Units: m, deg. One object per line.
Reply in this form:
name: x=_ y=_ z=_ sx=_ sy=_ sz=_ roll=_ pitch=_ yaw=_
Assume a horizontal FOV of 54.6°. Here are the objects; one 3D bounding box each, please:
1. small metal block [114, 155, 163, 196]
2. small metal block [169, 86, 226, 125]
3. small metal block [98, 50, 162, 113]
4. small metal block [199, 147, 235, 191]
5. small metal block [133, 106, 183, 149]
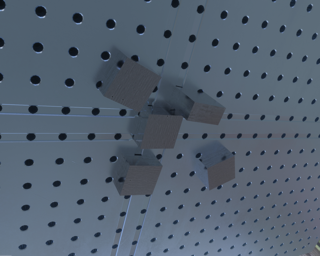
small metal block: x=-0.030 y=0.066 z=0.435 sx=0.050 sy=0.025 sz=0.050 roll=5 pitch=116 yaw=-31
small metal block: x=0.048 y=-0.029 z=0.402 sx=0.050 sy=0.050 sz=0.025 roll=7 pitch=115 yaw=-32
small metal block: x=-0.035 y=-0.053 z=0.359 sx=0.050 sy=0.025 sz=0.050 roll=24 pitch=105 yaw=-37
small metal block: x=0.093 y=0.066 z=0.502 sx=0.050 sy=0.025 sz=0.050 roll=-22 pitch=127 yaw=-15
small metal block: x=-0.002 y=0.000 z=0.409 sx=0.050 sy=0.025 sz=0.050 roll=2 pitch=118 yaw=-29
